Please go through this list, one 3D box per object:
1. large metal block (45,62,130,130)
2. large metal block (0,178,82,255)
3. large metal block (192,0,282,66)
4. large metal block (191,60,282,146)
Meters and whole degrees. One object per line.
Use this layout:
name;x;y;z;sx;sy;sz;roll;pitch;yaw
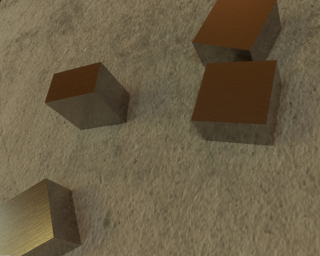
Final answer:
large metal block;-0.101;-0.042;0.445;0.080;0.080;0.050;-8;58;23
large metal block;-0.154;0.124;0.391;0.080;0.050;0.080;-31;52;8
large metal block;0.102;-0.122;0.408;0.080;0.050;0.080;20;72;35
large metal block;0.091;-0.029;0.358;0.080;0.050;0.080;4;64;29
